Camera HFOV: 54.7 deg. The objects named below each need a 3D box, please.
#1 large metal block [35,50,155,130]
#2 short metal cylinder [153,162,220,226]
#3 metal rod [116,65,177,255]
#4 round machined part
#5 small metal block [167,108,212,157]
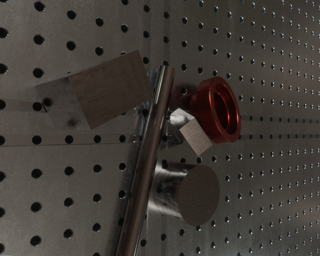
[{"bbox_3d":[-0.067,-0.038,0.319,0.081,0.080,0.050,-32,110,-36],"label":"large metal block"},{"bbox_3d":[0.037,0.089,0.426,0.081,0.050,0.079,0,91,-40],"label":"short metal cylinder"},{"bbox_3d":[-0.021,0.064,0.393,0.025,0.025,0.299,20,77,-39],"label":"metal rod"},{"bbox_3d":[0.078,-0.023,0.454,0.098,0.042,0.098,25,58,-48],"label":"round machined part"},{"bbox_3d":[0.039,0.005,0.424,0.025,0.050,0.050,-39,117,-5],"label":"small metal block"}]
